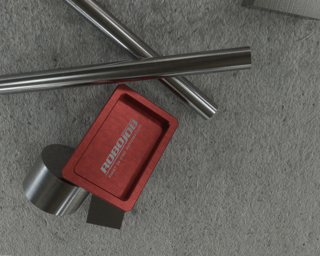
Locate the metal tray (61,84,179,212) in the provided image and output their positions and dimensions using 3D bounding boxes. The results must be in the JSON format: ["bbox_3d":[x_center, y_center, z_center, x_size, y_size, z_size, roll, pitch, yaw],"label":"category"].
[{"bbox_3d":[-0.046,0.023,0.378,0.090,0.030,0.130,33,72,-12],"label":"metal tray"}]

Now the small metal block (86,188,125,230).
[{"bbox_3d":[-0.076,0.115,0.451,0.050,0.025,0.050,14,110,-6],"label":"small metal block"}]

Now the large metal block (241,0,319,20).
[{"bbox_3d":[0.144,-0.167,0.337,0.081,0.050,0.079,10,110,-4],"label":"large metal block"}]

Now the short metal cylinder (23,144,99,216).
[{"bbox_3d":[-0.127,0.066,0.403,0.080,0.080,0.050,33,108,-12],"label":"short metal cylinder"}]

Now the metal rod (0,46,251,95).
[{"bbox_3d":[-0.050,-0.065,0.363,0.301,0.025,0.025,-5,110,9],"label":"metal rod"}]

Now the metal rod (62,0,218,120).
[{"bbox_3d":[-0.048,-0.111,0.368,0.301,0.025,0.025,38,105,-14],"label":"metal rod"}]
